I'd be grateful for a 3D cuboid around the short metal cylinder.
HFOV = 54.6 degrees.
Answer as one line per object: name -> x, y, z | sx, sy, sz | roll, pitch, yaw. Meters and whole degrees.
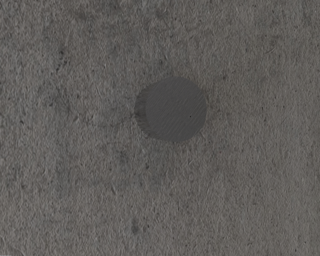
short metal cylinder -> 0.013, -0.023, 0.400 | 0.081, 0.050, 0.080 | 0, 90, -20
